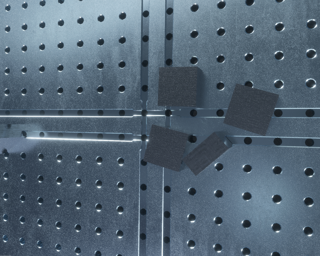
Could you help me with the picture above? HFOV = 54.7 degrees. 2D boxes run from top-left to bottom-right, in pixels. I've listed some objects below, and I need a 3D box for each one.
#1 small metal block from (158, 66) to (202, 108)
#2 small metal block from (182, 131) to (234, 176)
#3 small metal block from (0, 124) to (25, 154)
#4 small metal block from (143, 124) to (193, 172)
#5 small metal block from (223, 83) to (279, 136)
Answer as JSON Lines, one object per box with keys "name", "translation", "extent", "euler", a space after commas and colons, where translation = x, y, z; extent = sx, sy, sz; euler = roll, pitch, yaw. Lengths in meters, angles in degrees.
{"name": "small metal block", "translation": [0.026, -0.052, 0.403], "extent": [0.050, 0.025, 0.050], "euler": [3, 91, 19]}
{"name": "small metal block", "translation": [0.060, 0.030, 0.378], "extent": [0.050, 0.050, 0.025], "euler": [-43, 77, 15]}
{"name": "small metal block", "translation": [-0.253, 0.018, 0.486], "extent": [0.050, 0.050, 0.025], "euler": [-35, 79, 16]}
{"name": "small metal block", "translation": [0.011, 0.025, 0.408], "extent": [0.050, 0.025, 0.050], "euler": [16, 95, 19]}
{"name": "small metal block", "translation": [0.110, -0.022, 0.374], "extent": [0.050, 0.025, 0.050], "euler": [19, 96, 18]}
